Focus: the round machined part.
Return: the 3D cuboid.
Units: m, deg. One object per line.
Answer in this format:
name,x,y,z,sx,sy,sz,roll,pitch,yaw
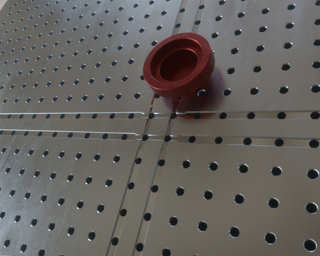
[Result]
round machined part,0.029,-0.082,0.433,0.098,0.042,0.098,-13,56,21
